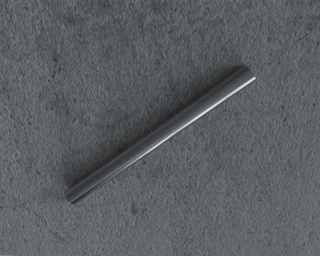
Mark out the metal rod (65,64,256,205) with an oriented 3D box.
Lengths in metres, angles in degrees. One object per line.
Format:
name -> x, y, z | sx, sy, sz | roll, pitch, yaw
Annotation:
metal rod -> -0.007, 0.015, 0.417 | 0.300, 0.025, 0.025 | -35, 107, 11
